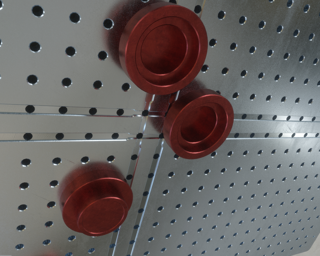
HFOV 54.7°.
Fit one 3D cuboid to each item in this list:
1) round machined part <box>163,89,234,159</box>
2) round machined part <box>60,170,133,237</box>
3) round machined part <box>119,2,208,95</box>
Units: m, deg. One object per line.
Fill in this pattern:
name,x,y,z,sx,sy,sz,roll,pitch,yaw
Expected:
round machined part,0.048,-0.009,0.423,0.099,0.042,0.097,-14,125,-21
round machined part,-0.083,0.108,0.424,0.099,0.042,0.097,-14,124,-21
round machined part,0.001,-0.089,0.347,0.099,0.042,0.097,-14,125,-21
